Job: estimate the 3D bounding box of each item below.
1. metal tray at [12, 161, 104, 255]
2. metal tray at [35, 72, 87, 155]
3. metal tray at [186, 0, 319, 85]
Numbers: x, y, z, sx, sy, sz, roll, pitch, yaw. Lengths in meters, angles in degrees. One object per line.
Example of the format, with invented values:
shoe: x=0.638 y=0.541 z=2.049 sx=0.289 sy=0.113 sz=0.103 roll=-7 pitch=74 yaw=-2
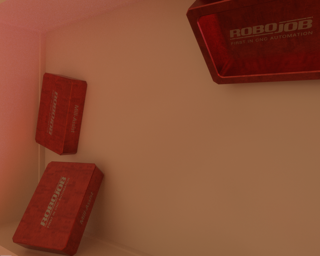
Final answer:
metal tray: x=-0.147 y=0.114 z=0.461 sx=0.090 sy=0.030 sz=0.130 roll=0 pitch=54 yaw=21
metal tray: x=-0.176 y=-0.026 z=0.546 sx=0.090 sy=0.030 sz=0.129 roll=18 pitch=101 yaw=38
metal tray: x=0.099 y=-0.087 z=0.285 sx=0.130 sy=0.030 sz=0.090 roll=3 pitch=136 yaw=39
